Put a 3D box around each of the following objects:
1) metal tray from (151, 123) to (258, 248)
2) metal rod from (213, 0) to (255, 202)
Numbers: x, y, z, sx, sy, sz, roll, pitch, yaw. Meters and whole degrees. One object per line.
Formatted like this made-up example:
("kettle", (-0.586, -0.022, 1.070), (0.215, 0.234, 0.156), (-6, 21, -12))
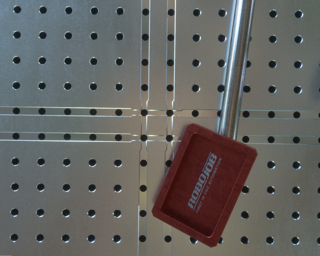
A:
("metal tray", (0.056, 0.069, 0.392), (0.090, 0.030, 0.129), (24, 95, 18))
("metal rod", (0.098, -0.050, 0.413), (0.025, 0.025, 0.298), (8, 90, 0))
